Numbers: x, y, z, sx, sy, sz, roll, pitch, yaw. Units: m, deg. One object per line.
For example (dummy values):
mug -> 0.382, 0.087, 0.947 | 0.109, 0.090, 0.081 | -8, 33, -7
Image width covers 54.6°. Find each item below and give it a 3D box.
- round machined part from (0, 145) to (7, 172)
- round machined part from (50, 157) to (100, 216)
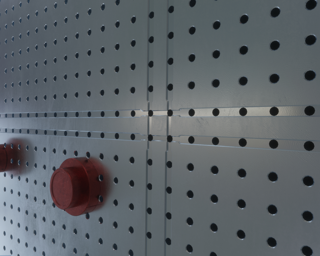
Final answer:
round machined part -> -0.396, 0.073, 0.729 | 0.098, 0.042, 0.097 | 0, 90, 40
round machined part -> -0.149, 0.100, 0.523 | 0.098, 0.042, 0.097 | 0, 90, 40
